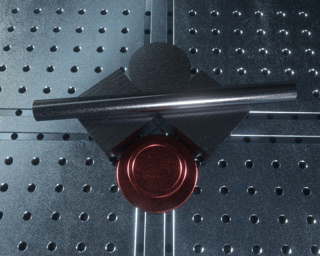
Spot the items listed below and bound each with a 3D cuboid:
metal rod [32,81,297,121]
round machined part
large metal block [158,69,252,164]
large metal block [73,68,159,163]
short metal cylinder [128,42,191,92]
[{"bbox_3d":[0.007,-0.032,0.364,0.302,0.025,0.025,-5,70,-1],"label":"metal rod"},{"bbox_3d":[-0.003,0.053,0.379,0.099,0.042,0.098,0,70,0],"label":"round machined part"},{"bbox_3d":[0.055,-0.013,0.397,0.080,0.050,0.080,40,76,13],"label":"large metal block"},{"bbox_3d":[-0.058,-0.015,0.399,0.080,0.050,0.080,-38,76,-13],"label":"large metal block"},{"bbox_3d":[0.000,-0.068,0.419,0.081,0.050,0.080,0,70,0],"label":"short metal cylinder"}]
